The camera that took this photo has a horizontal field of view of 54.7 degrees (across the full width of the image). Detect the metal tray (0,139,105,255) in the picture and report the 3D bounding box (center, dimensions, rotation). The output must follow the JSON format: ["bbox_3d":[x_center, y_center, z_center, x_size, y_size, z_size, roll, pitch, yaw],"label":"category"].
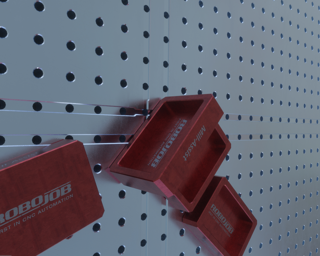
[{"bbox_3d":[-0.127,0.074,0.301,0.131,0.030,0.089,-24,105,-38],"label":"metal tray"}]

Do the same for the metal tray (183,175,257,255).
[{"bbox_3d":[0.100,0.148,0.492,0.130,0.030,0.090,52,60,-28],"label":"metal tray"}]

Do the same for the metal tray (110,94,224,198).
[{"bbox_3d":[0.009,0.015,0.375,0.030,0.090,0.130,52,59,-30],"label":"metal tray"}]

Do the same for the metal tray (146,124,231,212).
[{"bbox_3d":[0.044,0.041,0.445,0.130,0.030,0.090,-52,121,-27],"label":"metal tray"}]
